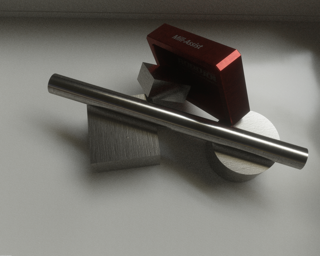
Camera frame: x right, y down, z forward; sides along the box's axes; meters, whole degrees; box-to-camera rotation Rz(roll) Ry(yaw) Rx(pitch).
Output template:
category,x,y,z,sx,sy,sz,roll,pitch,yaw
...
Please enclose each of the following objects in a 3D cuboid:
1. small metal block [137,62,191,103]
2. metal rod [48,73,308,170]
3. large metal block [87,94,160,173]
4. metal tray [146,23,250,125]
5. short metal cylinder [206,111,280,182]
category,x,y,z,sx,sy,sz,roll,pitch,yaw
small metal block,0.004,-0.058,0.394,0.050,0.025,0.050,6,32,-26
metal rod,0.015,-0.010,0.358,0.301,0.025,0.025,17,71,5
large metal block,-0.045,0.007,0.392,0.081,0.050,0.080,-7,70,-3
metal tray,0.044,-0.066,0.372,0.030,0.090,0.130,-39,45,-14
short metal cylinder,0.101,0.024,0.387,0.081,0.050,0.080,0,70,0
